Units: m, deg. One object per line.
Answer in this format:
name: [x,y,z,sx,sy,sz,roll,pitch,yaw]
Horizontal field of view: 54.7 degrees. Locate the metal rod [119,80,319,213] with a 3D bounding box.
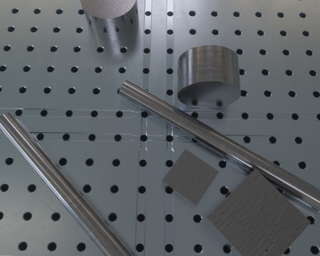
metal rod: [0.077,0.019,0.405,0.301,0.025,0.025,31,73,10]

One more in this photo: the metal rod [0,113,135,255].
metal rod: [-0.104,0.091,0.377,0.025,0.025,0.300,-42,76,-14]

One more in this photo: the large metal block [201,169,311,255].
large metal block: [0.107,0.108,0.360,0.080,0.050,0.080,-41,75,-13]

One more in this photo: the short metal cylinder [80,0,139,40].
short metal cylinder: [-0.073,-0.180,0.464,0.081,0.050,0.080,0,70,0]

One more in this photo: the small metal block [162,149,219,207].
small metal block: [0.038,0.063,0.389,0.050,0.025,0.050,34,73,11]

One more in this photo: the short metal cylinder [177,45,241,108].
short metal cylinder: [0.063,-0.064,0.407,0.081,0.080,0.050,1,70,0]
